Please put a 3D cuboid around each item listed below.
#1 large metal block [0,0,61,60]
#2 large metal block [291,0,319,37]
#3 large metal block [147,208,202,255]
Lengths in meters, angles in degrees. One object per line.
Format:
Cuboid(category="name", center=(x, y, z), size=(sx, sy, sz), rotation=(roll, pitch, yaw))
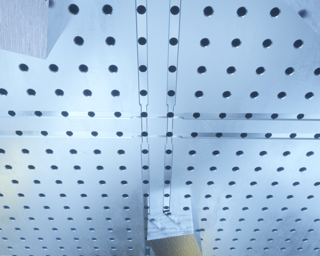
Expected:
Cuboid(category="large metal block", center=(-0.140, -0.120, 0.292), size=(0.080, 0.050, 0.079), rotation=(12, 129, -10))
Cuboid(category="large metal block", center=(0.178, -0.117, 0.277), size=(0.080, 0.080, 0.050), rotation=(3, 130, -3))
Cuboid(category="large metal block", center=(0.028, 0.195, 0.561), size=(0.080, 0.050, 0.080), rotation=(-12, 129, 10))
